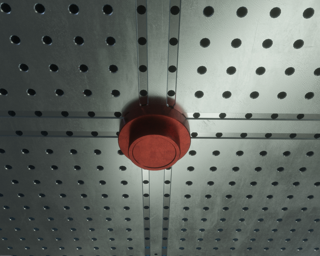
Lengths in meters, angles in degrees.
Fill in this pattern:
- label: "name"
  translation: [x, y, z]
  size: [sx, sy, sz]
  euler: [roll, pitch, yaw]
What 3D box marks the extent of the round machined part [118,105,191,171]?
- label: "round machined part"
  translation: [-0.007, 0.020, 0.417]
  size: [0.099, 0.042, 0.097]
  euler: [0, 130, 0]
